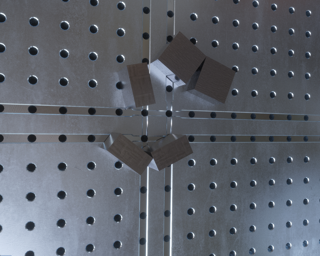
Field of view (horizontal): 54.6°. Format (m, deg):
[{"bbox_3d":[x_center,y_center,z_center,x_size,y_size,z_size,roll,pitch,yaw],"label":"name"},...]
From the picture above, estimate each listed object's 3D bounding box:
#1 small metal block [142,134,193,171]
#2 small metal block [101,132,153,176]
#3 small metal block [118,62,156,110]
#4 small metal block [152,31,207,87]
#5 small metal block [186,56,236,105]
[{"bbox_3d":[0.007,0.030,0.402,0.050,0.050,0.025,-26,99,-18],"label":"small metal block"},{"bbox_3d":[-0.042,0.031,0.384,0.050,0.050,0.025,39,78,-16],"label":"small metal block"},{"bbox_3d":[-0.030,-0.051,0.388,0.025,0.050,0.050,-14,95,-19],"label":"small metal block"},{"bbox_3d":[0.026,-0.093,0.422,0.050,0.025,0.050,39,78,-16],"label":"small metal block"},{"bbox_3d":[0.072,-0.066,0.439,0.050,0.025,0.050,23,82,-19],"label":"small metal block"}]
